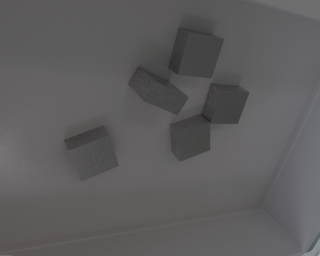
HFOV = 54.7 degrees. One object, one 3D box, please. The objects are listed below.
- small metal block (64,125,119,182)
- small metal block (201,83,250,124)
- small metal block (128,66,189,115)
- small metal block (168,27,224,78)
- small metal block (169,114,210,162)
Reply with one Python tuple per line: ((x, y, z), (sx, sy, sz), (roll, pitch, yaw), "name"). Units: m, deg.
((-0.084, 0.031, 0.382), (0.050, 0.025, 0.050), (-22, 127, -15), "small metal block")
((0.091, -0.034, 0.438), (0.050, 0.025, 0.050), (0, 118, -29), "small metal block")
((-0.003, -0.044, 0.364), (0.050, 0.050, 0.025), (20, 108, -36), "small metal block")
((0.043, -0.090, 0.376), (0.050, 0.025, 0.050), (0, 118, -29), "small metal block")
((0.043, 0.014, 0.440), (0.050, 0.025, 0.050), (-19, 126, -17), "small metal block")
